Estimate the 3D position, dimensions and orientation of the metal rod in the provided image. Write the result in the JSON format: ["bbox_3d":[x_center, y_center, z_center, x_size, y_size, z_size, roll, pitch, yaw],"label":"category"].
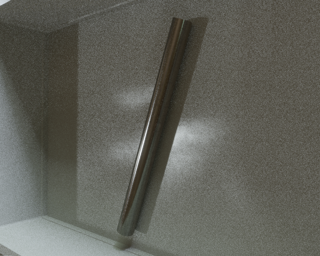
[{"bbox_3d":[-0.011,0.008,0.414,0.025,0.025,0.298,25,106,37],"label":"metal rod"}]
